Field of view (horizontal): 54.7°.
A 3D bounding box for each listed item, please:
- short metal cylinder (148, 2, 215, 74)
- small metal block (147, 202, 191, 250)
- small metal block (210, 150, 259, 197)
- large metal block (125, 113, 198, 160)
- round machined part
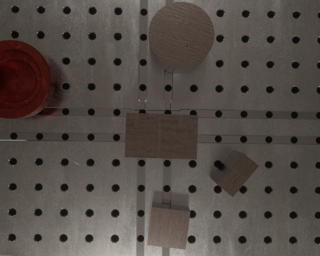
[{"bbox_3d":[0.026,-0.114,0.401,0.081,0.050,0.079,0,90,-1],"label":"short metal cylinder"},{"bbox_3d":[0.011,0.130,0.414,0.050,0.025,0.050,7,90,-1],"label":"small metal block"},{"bbox_3d":[0.095,0.057,0.402,0.025,0.050,0.050,40,90,-1],"label":"small metal block"},{"bbox_3d":[0.002,0.009,0.386,0.081,0.080,0.050,2,90,-1],"label":"large metal block"},{"bbox_3d":[-0.185,-0.060,0.402,0.099,0.042,0.097,0,90,-1],"label":"round machined part"}]
